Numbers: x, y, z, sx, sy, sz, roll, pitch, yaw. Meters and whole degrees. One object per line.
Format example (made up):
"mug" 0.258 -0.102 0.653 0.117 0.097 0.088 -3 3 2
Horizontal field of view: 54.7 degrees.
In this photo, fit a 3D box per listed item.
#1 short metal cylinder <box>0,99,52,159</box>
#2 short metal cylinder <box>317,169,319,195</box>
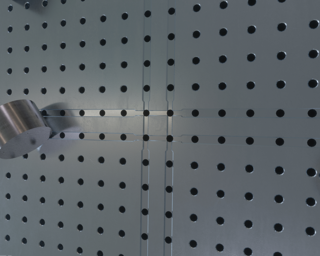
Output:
"short metal cylinder" -0.210 0.002 0.457 0.080 0.080 0.050 -39 78 16
"short metal cylinder" 0.212 0.063 0.324 0.080 0.050 0.079 0 90 20
